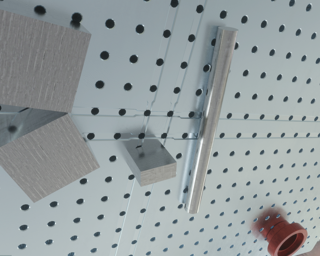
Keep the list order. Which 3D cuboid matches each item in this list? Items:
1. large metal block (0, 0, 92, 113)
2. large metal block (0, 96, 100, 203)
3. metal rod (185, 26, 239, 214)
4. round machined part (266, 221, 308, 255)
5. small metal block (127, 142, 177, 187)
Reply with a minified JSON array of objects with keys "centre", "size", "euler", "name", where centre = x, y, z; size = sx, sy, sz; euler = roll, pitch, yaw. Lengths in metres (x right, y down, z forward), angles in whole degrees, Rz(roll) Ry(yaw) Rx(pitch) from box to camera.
[{"centre":[-0.119,-0.065,0.289],"size":[0.081,0.050,0.079],"euler":[7,115,-32],"name":"large metal block"},{"centre":[-0.124,0.022,0.341],"size":[0.080,0.050,0.080],"euler":[-28,128,-10],"name":"large metal block"},{"centre":[0.069,0.007,0.453],"size":[0.025,0.025,0.298],"euler":[-8,122,-25],"name":"metal rod"},{"centre":[0.287,0.255,0.715],"size":[0.099,0.042,0.097],"euler":[-14,124,-21],"name":"round machined part"},{"centre":[-0.012,0.048,0.418],"size":[0.050,0.050,0.025],"euler":[-12,124,-22],"name":"small metal block"}]
